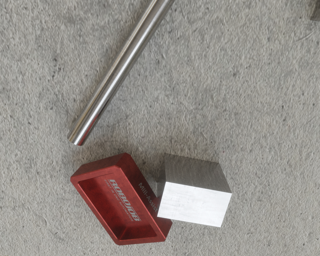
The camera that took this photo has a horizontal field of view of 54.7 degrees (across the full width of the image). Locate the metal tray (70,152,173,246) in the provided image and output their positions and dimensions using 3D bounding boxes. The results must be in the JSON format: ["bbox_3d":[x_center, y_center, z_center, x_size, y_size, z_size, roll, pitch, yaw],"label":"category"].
[{"bbox_3d":[-0.052,0.102,0.426,0.090,0.030,0.130,-18,111,31],"label":"metal tray"}]

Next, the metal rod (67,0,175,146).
[{"bbox_3d":[-0.030,-0.101,0.372,0.025,0.025,0.299,32,107,-12],"label":"metal rod"}]

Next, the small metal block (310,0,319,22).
[{"bbox_3d":[0.213,-0.146,0.359,0.050,0.025,0.050,10,110,-4],"label":"small metal block"}]

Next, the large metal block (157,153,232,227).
[{"bbox_3d":[0.041,0.079,0.410,0.081,0.080,0.050,11,110,-5],"label":"large metal block"}]
